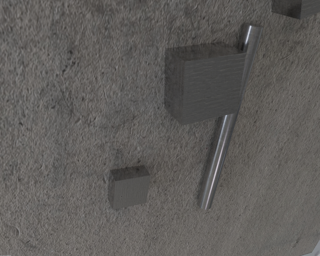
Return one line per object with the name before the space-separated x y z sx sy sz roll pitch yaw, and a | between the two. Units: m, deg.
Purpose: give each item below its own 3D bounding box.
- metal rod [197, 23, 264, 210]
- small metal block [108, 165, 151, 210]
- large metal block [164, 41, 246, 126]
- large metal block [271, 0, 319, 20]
metal rod | 0.097 0.000 0.460 0.025 0.025 0.298 -5 121 -26
small metal block | -0.044 0.083 0.434 0.050 0.025 0.050 -5 121 -26
large metal block | 0.053 -0.057 0.384 0.081 0.050 0.079 -13 124 -21
large metal block | 0.186 -0.188 0.376 0.081 0.050 0.080 -23 127 -14
